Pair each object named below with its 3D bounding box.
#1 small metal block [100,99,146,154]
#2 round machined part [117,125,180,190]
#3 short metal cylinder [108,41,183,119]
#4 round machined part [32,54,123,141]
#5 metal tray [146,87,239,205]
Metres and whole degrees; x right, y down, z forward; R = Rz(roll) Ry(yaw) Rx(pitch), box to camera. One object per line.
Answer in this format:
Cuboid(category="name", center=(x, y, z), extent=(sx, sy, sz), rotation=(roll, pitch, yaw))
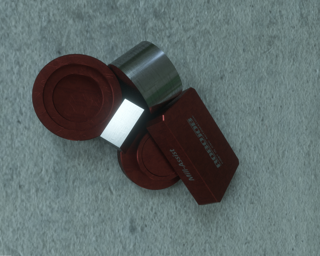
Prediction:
Cuboid(category="small metal block", center=(-0.041, 0.000, 0.364), extent=(0.025, 0.050, 0.050), rotation=(31, 79, 7))
Cuboid(category="round machined part", center=(-0.002, 0.032, 0.401), extent=(0.099, 0.042, 0.097), rotation=(0, 90, -21))
Cuboid(category="short metal cylinder", center=(-0.019, -0.057, 0.376), extent=(0.050, 0.080, 0.080), rotation=(-40, 103, -16))
Cuboid(category="round machined part", center=(-0.097, -0.034, 0.366), extent=(0.099, 0.042, 0.097), rotation=(0, 90, -21))
Cuboid(category="metal tray", center=(0.048, 0.022, 0.403), extent=(0.130, 0.030, 0.090), rotation=(56, 42, -12))
